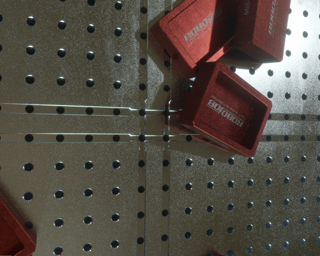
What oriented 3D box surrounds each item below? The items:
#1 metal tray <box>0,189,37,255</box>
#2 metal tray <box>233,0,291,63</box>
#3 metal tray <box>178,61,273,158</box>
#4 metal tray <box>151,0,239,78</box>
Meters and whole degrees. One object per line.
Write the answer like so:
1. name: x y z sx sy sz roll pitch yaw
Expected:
1. metal tray: -0.209 0.104 0.332 0.090 0.030 0.130 -34 101 -17
2. metal tray: 0.152 -0.169 0.450 0.091 0.030 0.129 12 86 -43
3. metal tray: 0.095 -0.022 0.428 0.131 0.030 0.090 27 81 -34
4. metal tray: 0.064 -0.143 0.434 0.130 0.030 0.090 -43 104 -15
